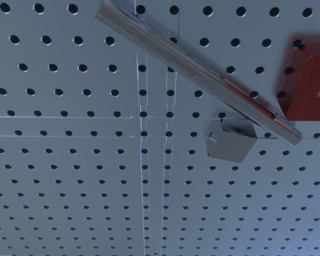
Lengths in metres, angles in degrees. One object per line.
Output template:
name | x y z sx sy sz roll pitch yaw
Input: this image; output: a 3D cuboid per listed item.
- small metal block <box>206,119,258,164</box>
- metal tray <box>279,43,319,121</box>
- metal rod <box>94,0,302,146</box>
small metal block | 0.098 0.019 0.429 0.050 0.025 0.050 13 129 -11
metal tray | 0.220 -0.051 0.367 0.131 0.030 0.089 0 130 -1
metal rod | 0.062 -0.053 0.366 0.301 0.025 0.025 29 124 -23
